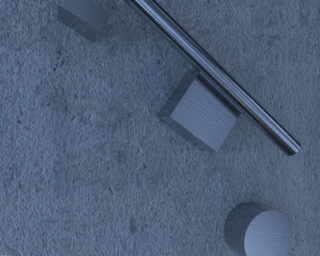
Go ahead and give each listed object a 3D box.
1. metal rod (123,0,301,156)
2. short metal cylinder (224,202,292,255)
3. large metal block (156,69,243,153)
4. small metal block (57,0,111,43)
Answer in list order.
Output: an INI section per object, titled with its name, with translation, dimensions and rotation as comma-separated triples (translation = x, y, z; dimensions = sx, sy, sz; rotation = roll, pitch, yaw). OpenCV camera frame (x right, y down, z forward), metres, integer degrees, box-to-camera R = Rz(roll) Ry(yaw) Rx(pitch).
[metal rod]
translation = 0.071, -0.064, 0.383
dimensions = 0.300, 0.025, 0.025
rotation = 40, 77, -16
[short metal cylinder]
translation = 0.141, 0.153, 0.450
dimensions = 0.081, 0.050, 0.079
rotation = 0, 90, -21
[large metal block]
translation = 0.056, -0.024, 0.418
dimensions = 0.080, 0.050, 0.080
rotation = 37, 78, -17
[small metal block]
translation = -0.090, -0.130, 0.363
dimensions = 0.050, 0.050, 0.025
rotation = 30, 80, -18
